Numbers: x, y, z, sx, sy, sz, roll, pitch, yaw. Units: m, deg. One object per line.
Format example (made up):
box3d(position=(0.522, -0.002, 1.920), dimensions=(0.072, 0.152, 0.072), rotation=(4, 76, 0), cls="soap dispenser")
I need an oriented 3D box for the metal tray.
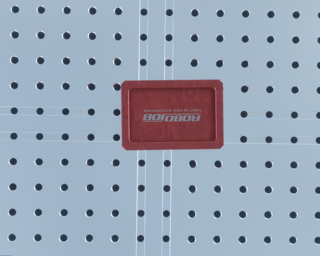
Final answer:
box3d(position=(0.016, -0.017, 0.411), dimensions=(0.131, 0.030, 0.089), rotation=(-1, 90, -1), cls="metal tray")
